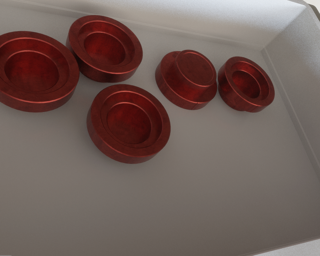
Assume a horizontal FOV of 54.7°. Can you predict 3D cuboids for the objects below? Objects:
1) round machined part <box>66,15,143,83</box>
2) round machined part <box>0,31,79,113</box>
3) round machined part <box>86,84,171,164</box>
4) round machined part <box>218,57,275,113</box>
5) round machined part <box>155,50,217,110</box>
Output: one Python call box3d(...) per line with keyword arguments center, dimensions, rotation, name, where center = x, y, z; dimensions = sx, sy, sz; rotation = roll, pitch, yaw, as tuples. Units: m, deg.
box3d(center=(-0.076, -0.100, 0.416), dimensions=(0.099, 0.042, 0.098), rotation=(14, 56, -21), name="round machined part")
box3d(center=(-0.146, -0.059, 0.353), dimensions=(0.099, 0.042, 0.098), rotation=(14, 56, -21), name="round machined part")
box3d(center=(-0.040, -0.002, 0.375), dimensions=(0.099, 0.042, 0.098), rotation=(14, 56, -21), name="round machined part")
box3d(center=(0.136, -0.067, 0.511), dimensions=(0.099, 0.042, 0.098), rotation=(14, 56, -21), name="round machined part")
box3d(center=(0.046, -0.079, 0.470), dimensions=(0.099, 0.042, 0.098), rotation=(14, 56, -21), name="round machined part")
